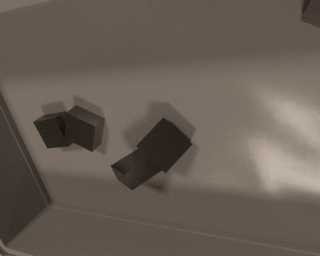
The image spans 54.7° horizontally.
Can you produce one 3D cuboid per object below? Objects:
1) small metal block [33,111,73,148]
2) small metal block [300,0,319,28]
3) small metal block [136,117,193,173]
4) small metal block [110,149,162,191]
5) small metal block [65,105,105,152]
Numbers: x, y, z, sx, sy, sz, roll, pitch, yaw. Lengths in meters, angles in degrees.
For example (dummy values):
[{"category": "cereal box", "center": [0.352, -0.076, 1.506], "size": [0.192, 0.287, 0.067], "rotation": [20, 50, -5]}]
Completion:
[{"category": "small metal block", "center": [-0.166, 0.004, 0.496], "size": [0.050, 0.025, 0.050], "rotation": [-6, 116, 31]}, {"category": "small metal block", "center": [0.156, -0.108, 0.260], "size": [0.050, 0.025, 0.050], "rotation": [27, 128, 11]}, {"category": "small metal block", "center": [0.005, 0.022, 0.401], "size": [0.050, 0.025, 0.050], "rotation": [43, 85, -2]}, {"category": "small metal block", "center": [-0.033, 0.056, 0.431], "size": [0.050, 0.050, 0.025], "rotation": [15, 132, 59]}, {"category": "small metal block", "center": [-0.114, 0.001, 0.467], "size": [0.050, 0.025, 0.050], "rotation": [25, 127, 12]}]
